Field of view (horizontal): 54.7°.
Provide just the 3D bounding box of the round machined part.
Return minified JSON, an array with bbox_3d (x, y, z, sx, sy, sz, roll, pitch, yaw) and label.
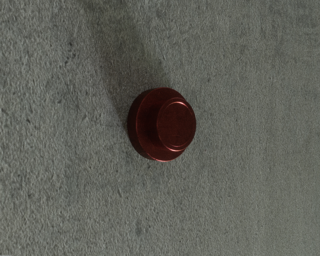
[{"bbox_3d":[0.009,-0.005,0.404,0.099,0.042,0.097,0,90,-40],"label":"round machined part"}]
